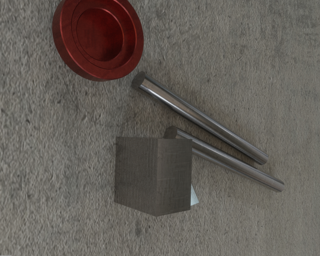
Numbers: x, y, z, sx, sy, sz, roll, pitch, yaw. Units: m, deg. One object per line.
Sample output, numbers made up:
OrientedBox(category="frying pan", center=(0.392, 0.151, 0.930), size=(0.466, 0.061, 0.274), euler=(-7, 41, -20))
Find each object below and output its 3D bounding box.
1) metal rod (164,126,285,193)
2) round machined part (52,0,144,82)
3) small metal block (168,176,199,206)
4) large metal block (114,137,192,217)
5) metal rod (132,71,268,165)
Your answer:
OrientedBox(category="metal rod", center=(0.122, 0.061, 0.510), size=(0.301, 0.025, 0.025), euler=(26, 74, -37))
OrientedBox(category="round machined part", center=(-0.069, -0.099, 0.337), size=(0.099, 0.042, 0.097), euler=(0, 90, -40))
OrientedBox(category="small metal block", center=(0.027, 0.070, 0.411), size=(0.025, 0.050, 0.050), euler=(-22, 108, 3))
OrientedBox(category="large metal block", center=(-0.010, 0.051, 0.363), size=(0.050, 0.080, 0.079), euler=(3, 89, -40))
OrientedBox(category="metal rod", center=(0.079, -0.002, 0.473), size=(0.301, 0.025, 0.025), euler=(28, 72, -37))
